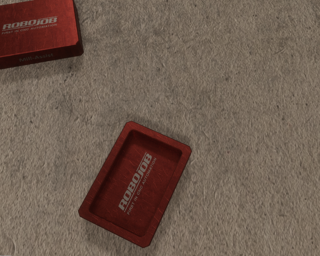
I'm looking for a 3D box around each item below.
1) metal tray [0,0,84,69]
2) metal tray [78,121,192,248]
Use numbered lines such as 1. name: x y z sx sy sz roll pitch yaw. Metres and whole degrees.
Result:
1. metal tray: -0.185 -0.142 0.455 0.131 0.030 0.090 -11 70 -5
2. metal tray: -0.027 0.066 0.380 0.090 0.030 0.130 24 71 8
